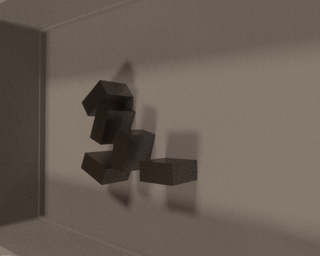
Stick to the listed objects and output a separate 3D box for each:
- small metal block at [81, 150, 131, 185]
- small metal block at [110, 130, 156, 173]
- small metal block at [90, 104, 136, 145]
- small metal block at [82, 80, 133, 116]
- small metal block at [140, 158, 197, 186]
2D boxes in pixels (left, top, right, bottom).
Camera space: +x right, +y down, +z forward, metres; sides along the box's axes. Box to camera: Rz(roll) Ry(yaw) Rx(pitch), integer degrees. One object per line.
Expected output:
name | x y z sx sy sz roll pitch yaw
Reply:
small metal block | -0.077 0.056 0.452 0.050 0.050 0.025 29 108 36
small metal block | -0.036 0.030 0.419 0.025 0.050 0.050 19 102 38
small metal block | -0.067 -0.005 0.444 0.025 0.050 0.050 27 107 36
small metal block | -0.076 -0.041 0.451 0.050 0.050 0.025 -43 64 31
small metal block | 0.011 0.052 0.380 0.050 0.050 0.025 0 90 39
